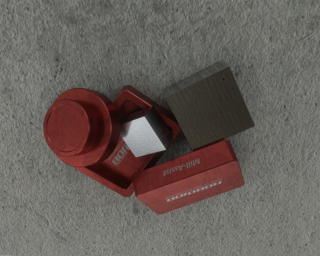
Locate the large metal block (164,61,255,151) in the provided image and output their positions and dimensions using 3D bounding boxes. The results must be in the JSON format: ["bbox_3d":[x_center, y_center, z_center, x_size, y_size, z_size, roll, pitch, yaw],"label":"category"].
[{"bbox_3d":[0.060,-0.028,0.388,0.080,0.050,0.080,-25,108,9],"label":"large metal block"}]

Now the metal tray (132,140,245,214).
[{"bbox_3d":[0.040,0.069,0.410,0.130,0.030,0.090,-21,145,8],"label":"metal tray"}]

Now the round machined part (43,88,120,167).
[{"bbox_3d":[-0.102,0.000,0.378,0.098,0.042,0.097,1,91,24],"label":"round machined part"}]

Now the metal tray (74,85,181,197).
[{"bbox_3d":[-0.044,0.020,0.414,0.090,0.030,0.129,33,107,-12],"label":"metal tray"}]

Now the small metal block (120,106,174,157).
[{"bbox_3d":[-0.020,0.006,0.388,0.050,0.025,0.050,-17,114,36],"label":"small metal block"}]
